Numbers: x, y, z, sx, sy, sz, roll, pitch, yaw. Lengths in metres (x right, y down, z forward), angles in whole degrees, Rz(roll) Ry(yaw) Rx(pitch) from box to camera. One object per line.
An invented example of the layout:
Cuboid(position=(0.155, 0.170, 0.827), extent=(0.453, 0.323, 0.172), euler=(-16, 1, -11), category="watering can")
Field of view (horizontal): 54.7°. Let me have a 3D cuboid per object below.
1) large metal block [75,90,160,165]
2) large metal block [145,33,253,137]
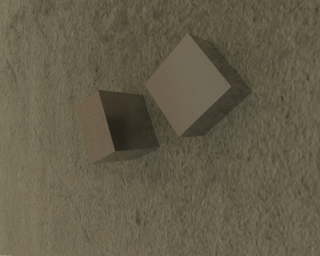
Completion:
Cuboid(position=(-0.056, -0.001, 0.413), extent=(0.050, 0.081, 0.080), euler=(-28, 73, 36), category="large metal block")
Cuboid(position=(0.041, -0.046, 0.353), extent=(0.080, 0.050, 0.080), euler=(-46, 63, 30), category="large metal block")
